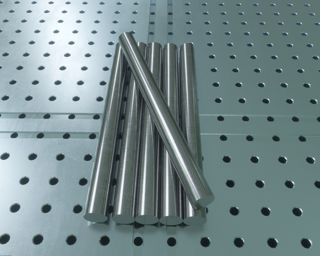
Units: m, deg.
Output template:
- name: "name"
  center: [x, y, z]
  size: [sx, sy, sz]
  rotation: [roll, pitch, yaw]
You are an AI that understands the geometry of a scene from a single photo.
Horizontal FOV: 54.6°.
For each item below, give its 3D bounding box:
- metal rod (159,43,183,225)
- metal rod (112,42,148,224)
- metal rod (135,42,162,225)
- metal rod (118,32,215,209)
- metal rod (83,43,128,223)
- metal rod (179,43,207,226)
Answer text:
- name: "metal rod"
  center: [0.015, -0.017, 0.423]
  size: [0.025, 0.025, 0.300]
  rotation: [1, 50, 1]
- name: "metal rod"
  center: [-0.035, -0.019, 0.422]
  size: [0.025, 0.025, 0.300]
  rotation: [1, 50, 1]
- name: "metal rod"
  center: [-0.011, -0.018, 0.422]
  size: [0.025, 0.025, 0.300]
  rotation: [1, 50, 1]
- name: "metal rod"
  center: [-0.005, -0.033, 0.403]
  size: [0.025, 0.025, 0.300]
  rotation: [-15, 52, -12]
- name: "metal rod"
  center: [-0.065, -0.020, 0.423]
  size: [0.025, 0.025, 0.300]
  rotation: [1, 50, 1]
- name: "metal rod"
  center: [0.041, -0.017, 0.423]
  size: [0.025, 0.025, 0.300]
  rotation: [1, 50, 1]
